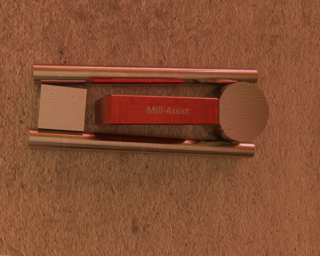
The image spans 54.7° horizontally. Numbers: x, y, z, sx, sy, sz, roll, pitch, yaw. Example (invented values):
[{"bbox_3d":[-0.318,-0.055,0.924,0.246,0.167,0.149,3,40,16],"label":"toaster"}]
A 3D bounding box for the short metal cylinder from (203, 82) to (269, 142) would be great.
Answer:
[{"bbox_3d":[0.103,-0.022,0.434,0.081,0.050,0.079,0,90,-20],"label":"short metal cylinder"}]

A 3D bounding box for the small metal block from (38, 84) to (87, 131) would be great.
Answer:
[{"bbox_3d":[-0.116,-0.023,0.368,0.050,0.025,0.050,5,89,-20],"label":"small metal block"}]

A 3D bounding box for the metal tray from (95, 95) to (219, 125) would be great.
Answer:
[{"bbox_3d":[-0.007,-0.019,0.372,0.131,0.090,0.030,0,90,-20],"label":"metal tray"}]

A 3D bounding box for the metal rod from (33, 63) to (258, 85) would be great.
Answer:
[{"bbox_3d":[-0.004,-0.069,0.409,0.303,0.025,0.025,-3,91,-20],"label":"metal rod"}]

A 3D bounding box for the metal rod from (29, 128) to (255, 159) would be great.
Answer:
[{"bbox_3d":[-0.008,0.023,0.407,0.302,0.025,0.025,4,89,-20],"label":"metal rod"}]
